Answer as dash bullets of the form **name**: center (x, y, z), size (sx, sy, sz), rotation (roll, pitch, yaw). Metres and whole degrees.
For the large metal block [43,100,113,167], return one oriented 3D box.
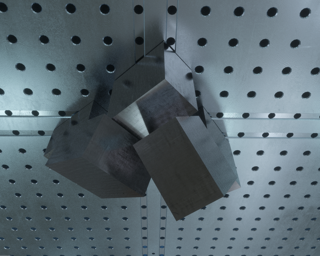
- **large metal block**: center (-0.090, 0.023, 0.413), size (0.080, 0.050, 0.080), rotation (-32, 124, 24)

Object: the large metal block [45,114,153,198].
- **large metal block**: center (-0.063, 0.036, 0.338), size (0.080, 0.050, 0.080), rotation (-15, 134, 46)

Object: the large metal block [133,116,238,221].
- **large metal block**: center (0.029, 0.035, 0.313), size (0.050, 0.080, 0.080), rotation (-34, 80, 20)

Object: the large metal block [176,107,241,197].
- **large metal block**: center (0.058, 0.034, 0.403), size (0.050, 0.080, 0.080), rotation (-27, 125, 21)

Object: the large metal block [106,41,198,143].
- **large metal block**: center (-0.009, -0.037, 0.342), size (0.080, 0.080, 0.050), rotation (-34, 123, 25)
